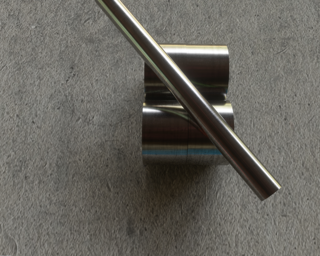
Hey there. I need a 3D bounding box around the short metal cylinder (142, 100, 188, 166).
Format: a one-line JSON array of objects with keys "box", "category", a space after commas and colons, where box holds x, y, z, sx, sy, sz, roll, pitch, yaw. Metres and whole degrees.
[{"box": [0.006, 0.005, 0.378, 0.050, 0.080, 0.080, 1, 70, 0], "category": "short metal cylinder"}]

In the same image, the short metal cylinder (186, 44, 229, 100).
[{"box": [0.057, -0.069, 0.406, 0.050, 0.080, 0.080, 1, 70, 0], "category": "short metal cylinder"}]

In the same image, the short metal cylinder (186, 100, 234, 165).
[{"box": [0.057, 0.005, 0.379, 0.050, 0.080, 0.080, 1, 70, 0], "category": "short metal cylinder"}]

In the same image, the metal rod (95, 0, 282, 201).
[{"box": [0.020, -0.049, 0.342, 0.025, 0.025, 0.300, -35, 74, -12], "category": "metal rod"}]

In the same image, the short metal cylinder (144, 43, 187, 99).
[{"box": [0.007, -0.070, 0.406, 0.050, 0.080, 0.080, 1, 70, 0], "category": "short metal cylinder"}]
